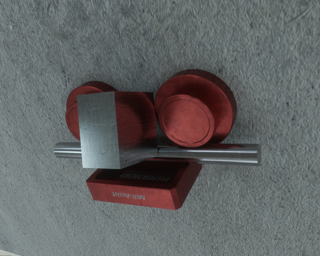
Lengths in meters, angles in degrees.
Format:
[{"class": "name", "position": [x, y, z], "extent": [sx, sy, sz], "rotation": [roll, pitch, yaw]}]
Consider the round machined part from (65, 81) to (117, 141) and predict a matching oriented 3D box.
[{"class": "round machined part", "position": [-0.092, -0.013, 0.433], "extent": [0.098, 0.042, 0.097], "rotation": [13, 124, 20]}]

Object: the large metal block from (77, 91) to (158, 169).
[{"class": "large metal block", "position": [-0.046, 0.000, 0.361], "extent": [0.050, 0.080, 0.079], "rotation": [-2, 94, 28]}]

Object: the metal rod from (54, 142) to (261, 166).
[{"class": "metal rod", "position": [-0.023, 0.032, 0.412], "extent": [0.300, 0.025, 0.025], "rotation": [-1, 118, 28]}]

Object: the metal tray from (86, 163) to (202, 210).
[{"class": "metal tray", "position": [-0.020, 0.062, 0.413], "extent": [0.130, 0.090, 0.030], "rotation": [-1, 118, 28]}]

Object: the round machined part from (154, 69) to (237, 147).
[{"class": "round machined part", "position": [0.037, -0.016, 0.366], "extent": [0.098, 0.042, 0.097], "rotation": [13, 124, 20]}]
